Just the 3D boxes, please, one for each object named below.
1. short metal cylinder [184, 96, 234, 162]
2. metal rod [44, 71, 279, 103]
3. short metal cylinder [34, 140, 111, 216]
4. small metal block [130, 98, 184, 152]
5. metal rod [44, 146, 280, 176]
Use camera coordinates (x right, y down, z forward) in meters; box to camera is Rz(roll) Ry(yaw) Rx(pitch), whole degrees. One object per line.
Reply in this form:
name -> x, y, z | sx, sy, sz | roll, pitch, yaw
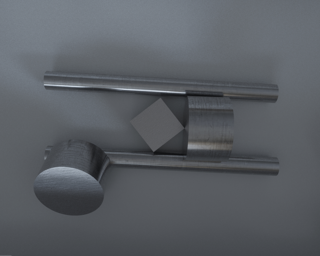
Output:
short metal cylinder -> 0.057, 0.001, 0.383 | 0.050, 0.080, 0.079 | 2, 90, 0
metal rod -> 0.002, -0.054, 0.409 | 0.302, 0.025, 0.025 | 3, 90, -1
short metal cylinder -> -0.105, 0.061, 0.379 | 0.081, 0.050, 0.079 | 1, 124, 1
small metal block -> -0.004, -0.004, 0.410 | 0.050, 0.025, 0.050 | -38, 91, 0
metal rod -> 0.003, 0.043, 0.409 | 0.302, 0.025, 0.025 | 3, 90, -1
